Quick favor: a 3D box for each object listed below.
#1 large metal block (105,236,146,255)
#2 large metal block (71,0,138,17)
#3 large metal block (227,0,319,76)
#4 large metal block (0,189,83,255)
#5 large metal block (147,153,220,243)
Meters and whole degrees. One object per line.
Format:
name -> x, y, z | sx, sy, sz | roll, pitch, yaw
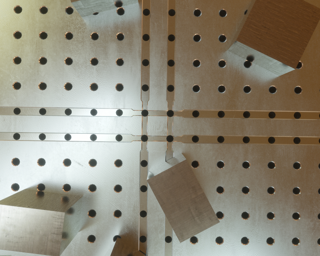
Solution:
large metal block -> -0.060, 0.196, 0.386 | 0.050, 0.080, 0.080 | 35, 90, 0
large metal block -> -0.079, -0.201, 0.400 | 0.080, 0.050, 0.080 | -15, 90, 0
large metal block -> 0.146, -0.125, 0.402 | 0.080, 0.050, 0.080 | 26, 90, 0
large metal block -> -0.149, 0.114, 0.385 | 0.080, 0.080, 0.050 | 7, 90, 0
large metal block -> 0.026, 0.081, 0.386 | 0.050, 0.080, 0.080 | -28, 90, 0
